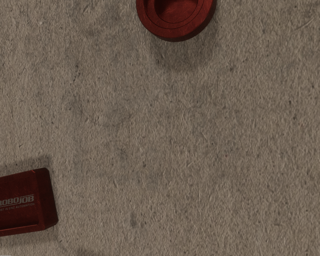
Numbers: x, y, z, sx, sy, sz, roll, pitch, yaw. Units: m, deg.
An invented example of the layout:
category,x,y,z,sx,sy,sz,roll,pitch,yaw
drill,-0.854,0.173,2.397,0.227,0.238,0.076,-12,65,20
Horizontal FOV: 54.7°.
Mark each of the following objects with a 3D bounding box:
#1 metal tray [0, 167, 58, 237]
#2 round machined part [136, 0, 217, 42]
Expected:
category,x,y,z,sx,sy,sz,roll,pitch,yaw
metal tray,-0.229,0.118,0.484,0.130,0.030,0.090,-14,86,19
round machined part,0.023,-0.157,0.391,0.098,0.042,0.097,0,90,19
